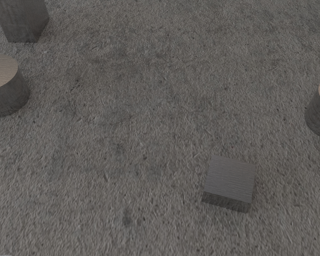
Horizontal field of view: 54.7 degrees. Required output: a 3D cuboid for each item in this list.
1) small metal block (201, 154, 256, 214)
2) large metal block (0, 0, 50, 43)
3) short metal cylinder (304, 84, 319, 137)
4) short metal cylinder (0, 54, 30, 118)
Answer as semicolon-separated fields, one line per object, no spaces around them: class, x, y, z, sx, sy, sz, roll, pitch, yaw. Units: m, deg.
small metal block;0.078;0.063;0.351;0.050;0.025;0.050;13;51;11
large metal block;-0.239;-0.206;0.539;0.050;0.080;0.080;3;50;2
short metal cylinder;0.242;-0.024;0.409;0.081;0.050;0.080;0;50;0
short metal cylinder;-0.233;-0.059;0.435;0.081;0.050;0.080;0;50;0
